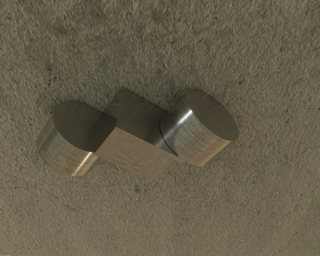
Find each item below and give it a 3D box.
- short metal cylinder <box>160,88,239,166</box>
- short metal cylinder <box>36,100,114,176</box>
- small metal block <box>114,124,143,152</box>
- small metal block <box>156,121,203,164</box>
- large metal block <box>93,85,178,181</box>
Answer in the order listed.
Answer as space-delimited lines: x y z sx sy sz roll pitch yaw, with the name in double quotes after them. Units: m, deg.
0.047 -0.001 0.372 0.080 0.080 0.050 28 125 -22 "short metal cylinder"
-0.103 0.012 0.382 0.080 0.080 0.050 28 125 -22 "short metal cylinder"
-0.052 0.021 0.427 0.050 0.025 0.050 28 125 -22 "small metal block"
0.027 0.016 0.423 0.050 0.025 0.050 28 125 -22 "small metal block"
-0.027 0.006 0.378 0.080 0.080 0.050 28 124 -22 "large metal block"
